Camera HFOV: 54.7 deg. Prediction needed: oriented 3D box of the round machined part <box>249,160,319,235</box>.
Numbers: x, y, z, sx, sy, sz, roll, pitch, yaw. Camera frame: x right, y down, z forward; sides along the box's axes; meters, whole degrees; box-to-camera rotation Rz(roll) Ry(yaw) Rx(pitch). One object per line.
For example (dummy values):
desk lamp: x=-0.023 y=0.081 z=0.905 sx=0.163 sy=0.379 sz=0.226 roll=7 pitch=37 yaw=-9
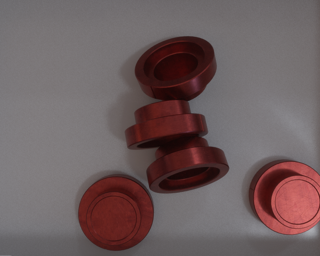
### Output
round machined part: x=0.171 y=0.092 z=0.405 sx=0.099 sy=0.042 sz=0.097 roll=0 pitch=90 yaw=-1

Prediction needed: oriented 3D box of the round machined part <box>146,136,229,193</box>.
round machined part: x=0.031 y=0.044 z=0.382 sx=0.099 sy=0.098 sz=0.042 roll=-13 pitch=63 yaw=0

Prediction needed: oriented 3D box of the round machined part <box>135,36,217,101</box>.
round machined part: x=0.022 y=-0.068 z=0.386 sx=0.098 sy=0.098 sz=0.042 roll=-24 pitch=135 yaw=-1

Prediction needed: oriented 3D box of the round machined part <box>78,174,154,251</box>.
round machined part: x=-0.057 y=0.112 z=0.402 sx=0.099 sy=0.042 sz=0.097 roll=0 pitch=90 yaw=-1

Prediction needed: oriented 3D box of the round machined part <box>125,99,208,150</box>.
round machined part: x=0.006 y=-0.004 z=0.376 sx=0.099 sy=0.098 sz=0.042 roll=-11 pitch=80 yaw=0
